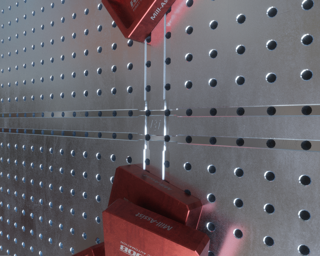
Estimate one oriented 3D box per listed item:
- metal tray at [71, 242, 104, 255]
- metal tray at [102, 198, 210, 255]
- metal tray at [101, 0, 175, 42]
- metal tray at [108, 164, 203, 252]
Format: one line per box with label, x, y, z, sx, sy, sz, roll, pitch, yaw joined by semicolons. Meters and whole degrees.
metal tray;-0.101;0.258;0.486;0.090;0.030;0.130;-36;68;34
metal tray;-0.009;0.149;0.378;0.130;0.030;0.089;15;118;27
metal tray;-0.018;-0.195;0.419;0.129;0.030;0.090;-46;63;30
metal tray;-0.014;0.114;0.416;0.130;0.030;0.089;22;104;37
